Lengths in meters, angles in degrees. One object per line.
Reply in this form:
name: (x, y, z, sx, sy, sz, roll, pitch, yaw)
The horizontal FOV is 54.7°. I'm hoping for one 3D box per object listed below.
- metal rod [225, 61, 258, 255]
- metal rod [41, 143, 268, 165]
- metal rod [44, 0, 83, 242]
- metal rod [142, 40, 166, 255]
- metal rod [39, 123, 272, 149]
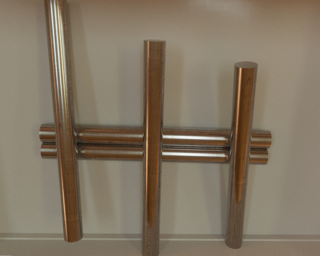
metal rod: (0.104, 0.061, 0.410, 0.025, 0.025, 0.298, -4, 119, 1)
metal rod: (-0.006, 0.034, 0.423, 0.302, 0.025, 0.025, 2, 110, -1)
metal rod: (-0.117, 0.000, 0.383, 0.025, 0.025, 0.298, -1, 102, 0)
metal rod: (-0.010, 0.041, 0.399, 0.025, 0.025, 0.298, 1, 110, -1)
metal rod: (-0.005, 0.011, 0.414, 0.302, 0.025, 0.025, 2, 110, -1)
